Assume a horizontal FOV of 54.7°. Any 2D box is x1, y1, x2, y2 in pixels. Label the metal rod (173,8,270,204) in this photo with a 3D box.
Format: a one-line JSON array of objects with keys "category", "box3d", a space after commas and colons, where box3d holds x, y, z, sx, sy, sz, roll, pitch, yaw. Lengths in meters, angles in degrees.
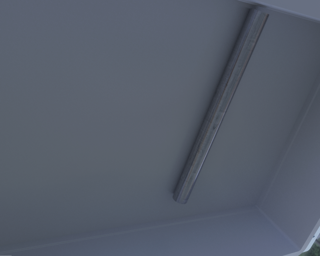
[{"category": "metal rod", "box3d": [0.079, -0.016, 0.443, 0.025, 0.025, 0.298, 6, 116, -31]}]
